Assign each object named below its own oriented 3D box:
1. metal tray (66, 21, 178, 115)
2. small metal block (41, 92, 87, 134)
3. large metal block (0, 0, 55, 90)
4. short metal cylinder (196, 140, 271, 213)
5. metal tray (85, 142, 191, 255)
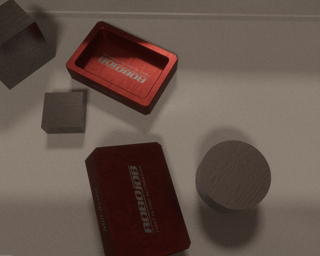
[{"bbox_3d":[-0.052,-0.086,0.437,0.130,0.030,0.090,27,72,9],"label":"metal tray"},{"bbox_3d":[-0.127,-0.020,0.415,0.050,0.025,0.050,-1,70,-1],"label":"small metal block"},{"bbox_3d":[-0.202,-0.110,0.418,0.080,0.080,0.050,-42,76,-14],"label":"large metal block"},{"bbox_3d":[0.086,0.060,0.375,0.081,0.050,0.080,0,70,0],"label":"short metal cylinder"},{"bbox_3d":[-0.026,0.084,0.354,0.091,0.030,0.130,-4,67,-34],"label":"metal tray"}]
